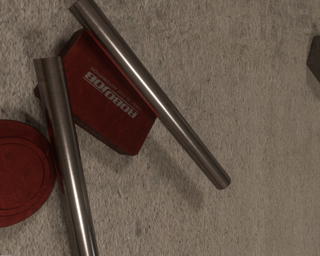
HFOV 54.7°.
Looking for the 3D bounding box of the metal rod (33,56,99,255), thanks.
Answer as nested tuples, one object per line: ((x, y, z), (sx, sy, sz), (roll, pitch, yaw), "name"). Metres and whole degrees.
((-0.084, 0.081, 0.313), (0.025, 0.025, 0.298), (-18, 109, -39), "metal rod")

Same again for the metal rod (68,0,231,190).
((0.005, -0.022, 0.371), (0.300, 0.025, 0.025), (50, 61, -29), "metal rod")

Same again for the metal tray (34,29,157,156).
((-0.060, -0.037, 0.353), (0.130, 0.030, 0.090), (40, 65, -33), "metal tray")

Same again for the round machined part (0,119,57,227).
((-0.140, 0.041, 0.278), (0.099, 0.042, 0.097), (0, 90, -40), "round machined part")

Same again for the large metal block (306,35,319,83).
((0.390, -0.162, 0.720), (0.080, 0.050, 0.080), (34, 69, -35), "large metal block")
